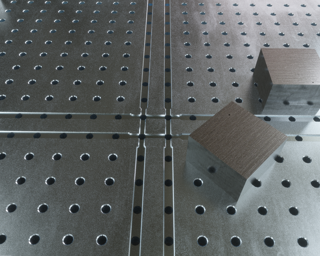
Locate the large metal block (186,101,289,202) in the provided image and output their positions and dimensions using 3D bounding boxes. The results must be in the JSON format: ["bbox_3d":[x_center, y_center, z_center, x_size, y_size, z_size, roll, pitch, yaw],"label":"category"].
[{"bbox_3d":[0.090,0.025,0.372,0.080,0.050,0.080,-37,59,-27],"label":"large metal block"}]

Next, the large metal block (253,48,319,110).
[{"bbox_3d":[0.190,-0.072,0.455,0.081,0.050,0.080,1,50,0],"label":"large metal block"}]
